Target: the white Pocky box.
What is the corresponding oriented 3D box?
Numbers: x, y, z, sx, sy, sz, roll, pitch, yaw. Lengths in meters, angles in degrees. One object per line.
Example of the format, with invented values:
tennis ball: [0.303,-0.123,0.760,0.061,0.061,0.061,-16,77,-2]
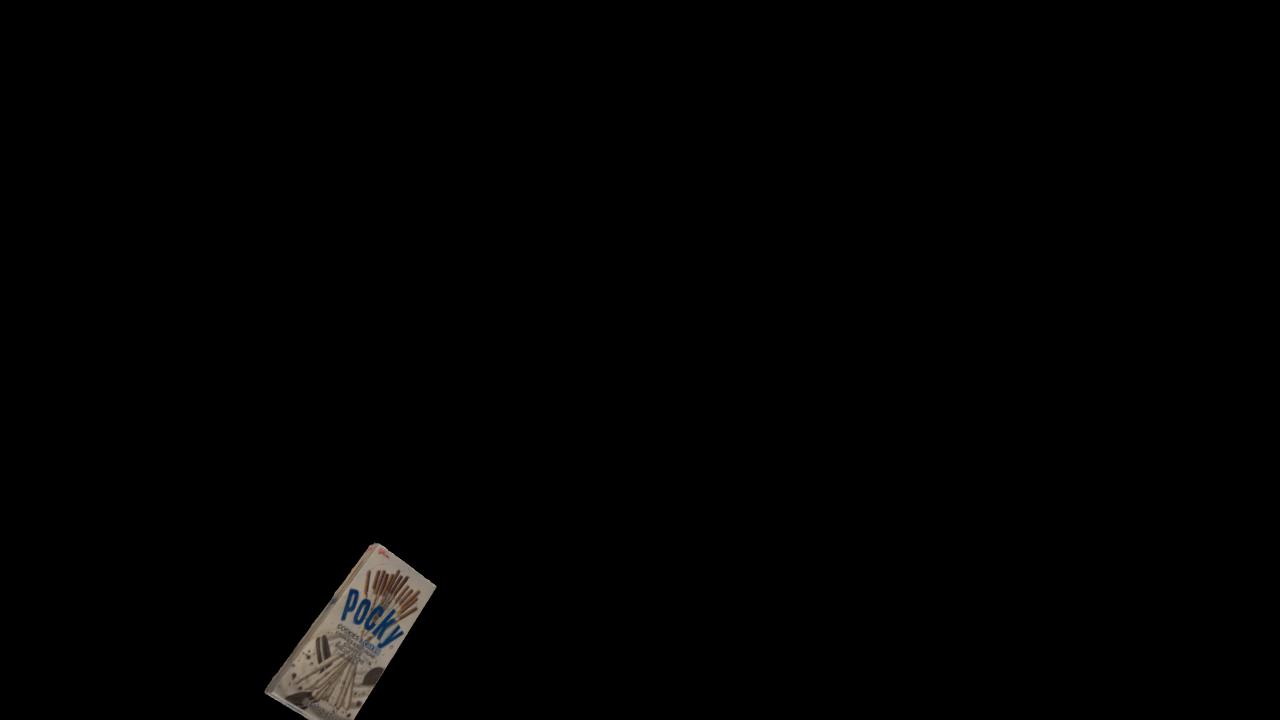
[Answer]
white Pocky box: [-0.277,0.270,0.605,0.028,0.084,0.154,-23,29,40]
